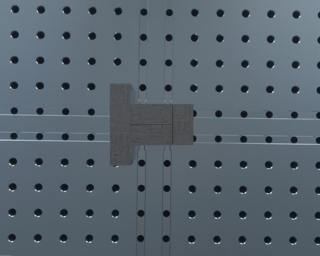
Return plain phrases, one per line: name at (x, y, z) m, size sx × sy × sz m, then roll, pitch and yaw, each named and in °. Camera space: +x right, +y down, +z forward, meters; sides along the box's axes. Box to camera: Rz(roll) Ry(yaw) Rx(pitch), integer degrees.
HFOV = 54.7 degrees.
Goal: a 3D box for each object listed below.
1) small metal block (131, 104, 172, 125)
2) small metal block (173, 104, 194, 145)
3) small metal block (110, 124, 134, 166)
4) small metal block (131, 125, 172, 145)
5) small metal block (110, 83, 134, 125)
small metal block at (-0.010, -0.017, 0.400) m, size 0.050 × 0.050 × 0.025 m, roll 0°, pitch 90°, yaw -1°
small metal block at (0.028, -0.004, 0.401) m, size 0.025 × 0.050 × 0.050 m, roll 0°, pitch 90°, yaw 0°
small metal block at (-0.048, 0.020, 0.400) m, size 0.025 × 0.050 × 0.050 m, roll 0°, pitch 90°, yaw 0°
small metal block at (-0.010, 0.008, 0.400) m, size 0.050 × 0.050 × 0.025 m, roll 0°, pitch 90°, yaw -1°
small metal block at (-0.048, -0.029, 0.399) m, size 0.025 × 0.050 × 0.050 m, roll 0°, pitch 90°, yaw 0°
